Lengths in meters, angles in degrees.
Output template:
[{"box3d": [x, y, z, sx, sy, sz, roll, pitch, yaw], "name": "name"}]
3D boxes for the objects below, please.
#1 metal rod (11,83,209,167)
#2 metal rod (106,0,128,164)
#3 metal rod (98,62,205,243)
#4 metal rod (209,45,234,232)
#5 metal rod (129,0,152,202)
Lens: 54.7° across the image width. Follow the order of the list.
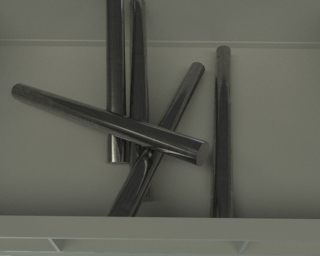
[{"box3d": [-0.081, -0.014, 0.371, 0.300, 0.025, 0.025, 18, 51, 32], "name": "metal rod"}, {"box3d": [-0.059, -0.102, 0.408, 0.025, 0.025, 0.299, -2, 76, -2], "name": "metal rod"}, {"box3d": [0.008, 0.000, 0.375, 0.025, 0.025, 0.301, 16, 43, 13], "name": "metal rod"}, {"box3d": [0.084, -0.012, 0.415, 0.025, 0.025, 0.300, 6, 50, 5], "name": "metal rod"}, {"box3d": [-0.028, -0.055, 0.406, 0.025, 0.025, 0.299, -2, 64, -2], "name": "metal rod"}]
